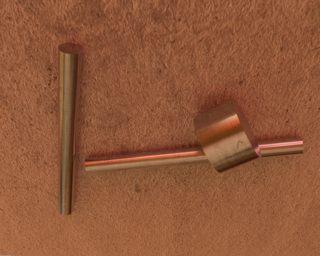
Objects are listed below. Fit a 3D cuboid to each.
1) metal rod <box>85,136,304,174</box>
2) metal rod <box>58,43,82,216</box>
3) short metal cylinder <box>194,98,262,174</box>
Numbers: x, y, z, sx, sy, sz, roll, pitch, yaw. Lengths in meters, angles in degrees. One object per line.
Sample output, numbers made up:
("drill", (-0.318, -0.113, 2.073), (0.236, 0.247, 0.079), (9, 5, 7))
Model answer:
("metal rod", (0.044, 0.039, 0.440), (0.302, 0.025, 0.025), (-6, 130, 4))
("metal rod", (-0.127, 0.026, 0.427), (0.025, 0.025, 0.298), (9, 130, -8))
("short metal cylinder", (0.083, 0.009, 0.380), (0.050, 0.080, 0.080), (-26, 126, 20))
